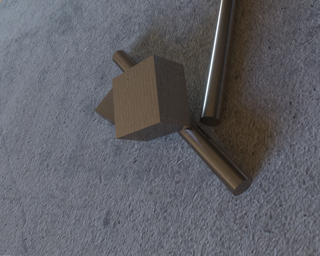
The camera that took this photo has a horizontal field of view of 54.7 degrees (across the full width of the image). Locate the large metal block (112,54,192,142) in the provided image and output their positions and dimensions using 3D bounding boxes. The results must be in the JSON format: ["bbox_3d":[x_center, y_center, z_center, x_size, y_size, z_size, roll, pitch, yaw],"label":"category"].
[{"bbox_3d":[-0.013,-0.032,0.382,0.080,0.050,0.080,-20,70,43],"label":"large metal block"}]

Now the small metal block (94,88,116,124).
[{"bbox_3d":[-0.059,-0.030,0.452,0.050,0.025,0.050,28,77,37],"label":"small metal block"}]

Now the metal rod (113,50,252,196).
[{"bbox_3d":[0.010,-0.027,0.414,0.025,0.025,0.300,-41,51,0],"label":"metal rod"}]

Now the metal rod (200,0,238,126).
[{"bbox_3d":[0.092,-0.140,0.440,0.025,0.025,0.300,-1,61,27],"label":"metal rod"}]
